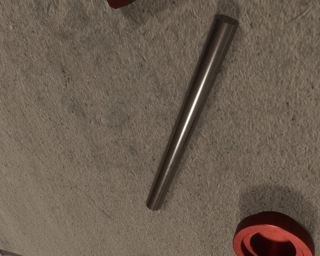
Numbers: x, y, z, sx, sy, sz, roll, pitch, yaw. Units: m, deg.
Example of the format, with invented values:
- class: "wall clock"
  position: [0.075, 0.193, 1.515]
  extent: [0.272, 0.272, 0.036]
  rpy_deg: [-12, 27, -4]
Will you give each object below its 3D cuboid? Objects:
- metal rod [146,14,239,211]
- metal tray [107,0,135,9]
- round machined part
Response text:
- class: "metal rod"
  position: [0.028, 0.006, 0.394]
  extent: [0.025, 0.025, 0.298]
  rpy_deg: [27, 128, 11]
- class: "metal tray"
  position: [-0.014, -0.185, 0.295]
  extent: [0.130, 0.030, 0.090]
  rpy_deg: [-17, 110, 34]
- class: "round machined part"
  position: [0.150, 0.150, 0.409]
  extent: [0.098, 0.042, 0.097]
  rpy_deg: [13, 124, 20]
